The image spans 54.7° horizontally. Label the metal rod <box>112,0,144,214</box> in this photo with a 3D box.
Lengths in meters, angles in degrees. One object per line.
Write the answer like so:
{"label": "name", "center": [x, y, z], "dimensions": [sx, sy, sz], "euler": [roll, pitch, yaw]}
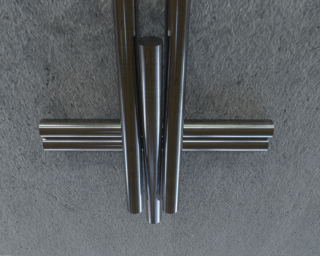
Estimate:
{"label": "metal rod", "center": [-0.035, -0.010, 0.372], "dimensions": [0.025, 0.025, 0.298], "euler": [0, 122, -1]}

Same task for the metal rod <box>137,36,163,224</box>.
{"label": "metal rod", "center": [-0.010, 0.029, 0.400], "dimensions": [0.025, 0.025, 0.298], "euler": [0, 130, 0]}

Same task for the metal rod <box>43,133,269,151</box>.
{"label": "metal rod", "center": [-0.005, 0.019, 0.426], "dimensions": [0.302, 0.025, 0.025], "euler": [0, 130, -1]}

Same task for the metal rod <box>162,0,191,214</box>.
{"label": "metal rod", "center": [0.016, -0.010, 0.372], "dimensions": [0.025, 0.025, 0.298], "euler": [0, 122, -1]}

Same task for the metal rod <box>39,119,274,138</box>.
{"label": "metal rod", "center": [-0.003, 0.000, 0.410], "dimensions": [0.302, 0.025, 0.025], "euler": [0, 130, -1]}
